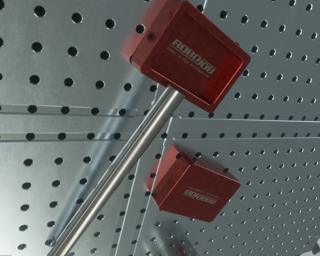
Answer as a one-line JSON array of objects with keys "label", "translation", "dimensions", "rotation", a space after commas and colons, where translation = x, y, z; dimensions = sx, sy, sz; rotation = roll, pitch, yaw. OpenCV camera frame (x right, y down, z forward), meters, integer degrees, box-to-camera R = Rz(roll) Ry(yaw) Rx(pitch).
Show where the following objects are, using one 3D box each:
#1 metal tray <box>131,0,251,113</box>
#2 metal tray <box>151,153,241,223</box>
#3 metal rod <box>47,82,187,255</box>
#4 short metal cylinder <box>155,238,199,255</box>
[{"label": "metal tray", "translation": [0.042, -0.083, 0.379], "dimensions": [0.131, 0.030, 0.090], "rotation": [26, 104, -37]}, {"label": "metal tray", "translation": [0.061, 0.101, 0.504], "dimensions": [0.131, 0.030, 0.090], "rotation": [26, 104, -37]}, {"label": "metal rod", "translation": [-0.065, 0.070, 0.398], "dimensions": [0.025, 0.025, 0.299], "rotation": [23, 112, -37]}, {"label": "short metal cylinder", "translation": [0.035, 0.251, 0.570], "dimensions": [0.081, 0.050, 0.079], "rotation": [-14, 124, -21]}]
